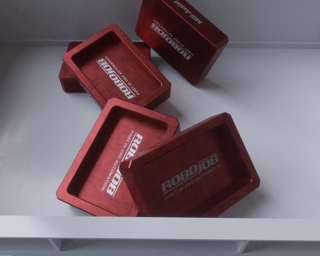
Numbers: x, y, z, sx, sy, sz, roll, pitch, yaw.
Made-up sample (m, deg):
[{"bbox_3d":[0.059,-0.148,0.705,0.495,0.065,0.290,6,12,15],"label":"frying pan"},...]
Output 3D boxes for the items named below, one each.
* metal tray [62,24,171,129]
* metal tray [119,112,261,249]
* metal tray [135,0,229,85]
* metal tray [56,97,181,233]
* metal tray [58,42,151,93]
[{"bbox_3d":[-0.058,-0.071,0.425,0.090,0.030,0.130,-38,75,-12],"label":"metal tray"},{"bbox_3d":[0.035,0.049,0.321,0.131,0.030,0.090,-26,92,-27],"label":"metal tray"},{"bbox_3d":[0.026,-0.135,0.451,0.130,0.090,0.030,44,61,8],"label":"metal tray"},{"bbox_3d":[-0.042,0.037,0.346,0.090,0.030,0.130,20,69,15],"label":"metal tray"},{"bbox_3d":[-0.080,-0.096,0.482,0.131,0.030,0.090,0,50,0],"label":"metal tray"}]
